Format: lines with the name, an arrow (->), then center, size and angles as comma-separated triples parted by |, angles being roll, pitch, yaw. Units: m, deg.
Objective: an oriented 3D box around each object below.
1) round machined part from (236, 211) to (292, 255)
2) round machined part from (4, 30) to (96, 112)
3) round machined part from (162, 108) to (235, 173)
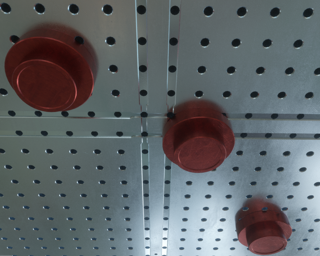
round machined part -> 0.193, 0.198, 0.570 | 0.099, 0.042, 0.097 | 0, 130, 0
round machined part -> -0.125, -0.057, 0.351 | 0.099, 0.042, 0.097 | 0, 130, 0
round machined part -> 0.053, 0.024, 0.421 | 0.099, 0.042, 0.097 | 0, 130, 0
